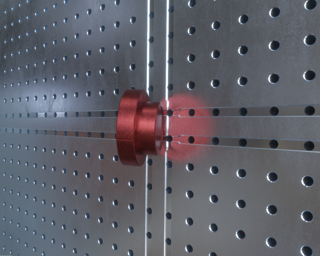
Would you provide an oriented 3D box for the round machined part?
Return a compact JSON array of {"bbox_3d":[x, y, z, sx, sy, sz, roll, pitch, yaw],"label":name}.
[{"bbox_3d":[-0.020,0.000,0.392,0.042,0.098,0.097,3,92,9],"label":"round machined part"}]
